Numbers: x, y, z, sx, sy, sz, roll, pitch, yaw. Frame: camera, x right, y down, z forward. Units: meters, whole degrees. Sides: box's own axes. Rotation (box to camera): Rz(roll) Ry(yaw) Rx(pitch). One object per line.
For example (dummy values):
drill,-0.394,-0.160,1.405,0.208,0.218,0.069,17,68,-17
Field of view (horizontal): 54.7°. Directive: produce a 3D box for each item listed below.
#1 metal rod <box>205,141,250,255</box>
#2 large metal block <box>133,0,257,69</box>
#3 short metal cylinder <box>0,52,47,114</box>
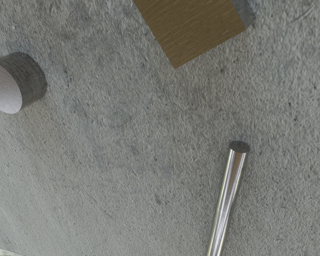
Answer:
metal rod,0.087,0.147,0.451,0.025,0.025,0.298,16,125,19
large metal block,0.034,-0.117,0.301,0.080,0.050,0.080,-23,106,36
short metal cylinder,-0.219,-0.068,0.464,0.080,0.050,0.079,13,124,21
